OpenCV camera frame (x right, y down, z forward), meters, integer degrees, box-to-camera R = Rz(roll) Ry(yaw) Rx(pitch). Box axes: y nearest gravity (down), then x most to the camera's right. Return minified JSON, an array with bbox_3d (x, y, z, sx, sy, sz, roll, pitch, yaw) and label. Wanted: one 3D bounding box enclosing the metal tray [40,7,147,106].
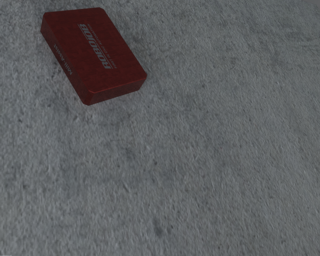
[{"bbox_3d":[-0.088,-0.100,0.415,0.091,0.030,0.130,-23,74,-37],"label":"metal tray"}]
